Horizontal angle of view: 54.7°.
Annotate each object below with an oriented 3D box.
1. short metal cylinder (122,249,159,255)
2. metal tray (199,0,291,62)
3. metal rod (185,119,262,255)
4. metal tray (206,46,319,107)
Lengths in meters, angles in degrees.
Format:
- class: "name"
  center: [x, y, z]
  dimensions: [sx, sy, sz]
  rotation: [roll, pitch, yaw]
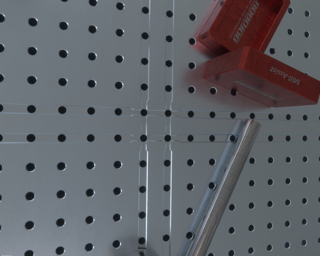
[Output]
- class: "short metal cylinder"
  center: [-0.021, 0.202, 0.392]
  dimensions: [0.081, 0.050, 0.079]
  rotation: [0, 90, -20]
- class: "metal tray"
  center: [0.126, -0.160, 0.456]
  dimensions: [0.090, 0.030, 0.130]
  rotation: [33, 79, -17]
- class: "metal rod"
  center: [0.075, 0.125, 0.440]
  dimensions: [0.025, 0.025, 0.299]
  rotation: [29, 80, -18]
- class: "metal tray"
  center: [0.142, -0.066, 0.430]
  dimensions: [0.131, 0.090, 0.030]
  rotation: [19, 84, -19]
